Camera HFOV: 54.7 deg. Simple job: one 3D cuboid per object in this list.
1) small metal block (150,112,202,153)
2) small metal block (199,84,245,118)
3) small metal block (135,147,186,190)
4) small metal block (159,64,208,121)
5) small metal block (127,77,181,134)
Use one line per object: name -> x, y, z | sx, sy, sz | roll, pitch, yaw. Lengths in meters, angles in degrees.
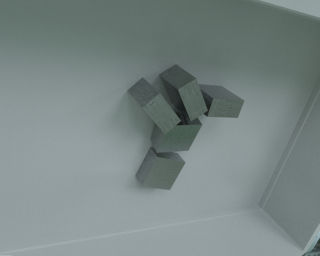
small metal block -> 0.021, 0.006, 0.416 | 0.050, 0.025, 0.050 | -1, 134, -28
small metal block -> 0.073, -0.036, 0.410 | 0.050, 0.050, 0.025 | 1, 118, -29
small metal block -> 0.000, 0.059, 0.445 | 0.050, 0.025, 0.050 | 15, 110, -35
small metal block -> 0.029, -0.044, 0.381 | 0.025, 0.050, 0.050 | -33, 129, -7
small metal block -> -0.007, -0.027, 0.372 | 0.025, 0.050, 0.050 | -41, 129, -1
